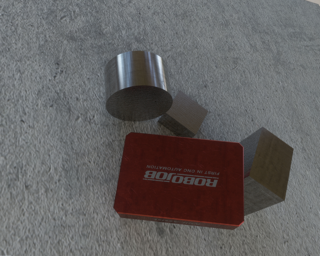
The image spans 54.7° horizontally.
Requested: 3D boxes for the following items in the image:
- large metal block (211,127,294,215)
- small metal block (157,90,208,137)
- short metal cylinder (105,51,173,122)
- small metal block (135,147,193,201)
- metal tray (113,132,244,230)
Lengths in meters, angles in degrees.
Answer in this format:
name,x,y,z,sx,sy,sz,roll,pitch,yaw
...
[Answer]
name,x,y,z,sx,sy,sz,roll,pitch,yaw
large metal block,0.116,0.058,0.396,0.050,0.080,0.080,35,51,-6
small metal block,0.033,-0.016,0.431,0.050,0.025,0.050,36,51,-4
short metal cylinder,-0.027,-0.049,0.384,0.081,0.080,0.050,6,59,-25
small metal block,0.004,0.055,0.372,0.050,0.025,0.050,-17,71,-35
metal tray,0.023,0.057,0.338,0.131,0.030,0.090,6,65,2
